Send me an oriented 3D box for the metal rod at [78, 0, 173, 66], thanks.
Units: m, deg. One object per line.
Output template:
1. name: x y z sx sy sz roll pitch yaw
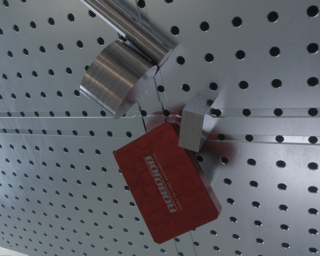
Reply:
1. metal rod: -0.109 -0.177 0.359 0.300 0.025 0.025 39 129 1

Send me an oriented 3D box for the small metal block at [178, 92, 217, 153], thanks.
1. small metal block: 0.045 -0.008 0.367 0.025 0.050 0.050 17 125 18

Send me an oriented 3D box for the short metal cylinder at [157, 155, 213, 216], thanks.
1. short metal cylinder: 0.027 0.080 0.431 0.080 0.050 0.079 13 124 21

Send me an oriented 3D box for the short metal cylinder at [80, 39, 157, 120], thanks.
1. short metal cylinder: -0.048 -0.056 0.366 0.050 0.080 0.080 38 129 2

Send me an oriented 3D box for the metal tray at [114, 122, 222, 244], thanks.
1. metal tray: 0.008 0.068 0.396 0.090 0.030 0.130 -30 79 16
